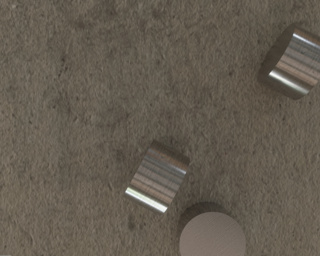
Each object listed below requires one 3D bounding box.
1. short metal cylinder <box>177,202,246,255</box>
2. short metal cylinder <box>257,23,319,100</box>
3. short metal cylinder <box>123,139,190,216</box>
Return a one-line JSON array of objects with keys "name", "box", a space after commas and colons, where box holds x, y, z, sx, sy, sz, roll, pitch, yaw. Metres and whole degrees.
[{"name": "short metal cylinder", "box": [0.064, 0.141, 0.398, 0.081, 0.050, 0.079, 0, 90, -1]}, {"name": "short metal cylinder", "box": [0.165, -0.081, 0.385, 0.050, 0.080, 0.080, 27, 90, -1]}, {"name": "short metal cylinder", "box": [-0.004, 0.060, 0.383, 0.050, 0.080, 0.080, 28, 90, -1]}]
